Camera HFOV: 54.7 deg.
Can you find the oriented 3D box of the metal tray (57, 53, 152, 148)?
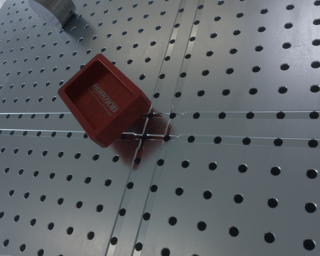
[{"bbox_3d":[-0.083,-0.043,0.443,0.090,0.030,0.130,-43,51,-2],"label":"metal tray"}]

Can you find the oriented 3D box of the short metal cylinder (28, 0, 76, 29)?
[{"bbox_3d":[-0.224,-0.254,0.647,0.080,0.080,0.050,24,75,36],"label":"short metal cylinder"}]

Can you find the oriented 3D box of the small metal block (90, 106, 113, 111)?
[{"bbox_3d":[-0.082,-0.034,0.472,0.050,0.025,0.050,-1,61,28],"label":"small metal block"}]
